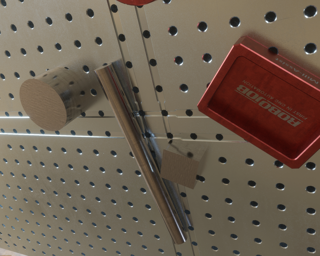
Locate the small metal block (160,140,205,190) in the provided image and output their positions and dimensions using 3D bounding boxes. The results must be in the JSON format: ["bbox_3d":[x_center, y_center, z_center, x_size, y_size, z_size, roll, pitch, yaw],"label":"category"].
[{"bbox_3d":[0.030,0.050,0.425,0.050,0.025,0.050,18,126,17],"label":"small metal block"}]

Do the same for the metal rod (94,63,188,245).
[{"bbox_3d":[-0.020,0.051,0.451,0.025,0.025,0.299,-9,114,32],"label":"metal rod"}]

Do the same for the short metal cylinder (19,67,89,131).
[{"bbox_3d":[-0.152,-0.042,0.446,0.080,0.050,0.079,13,124,20],"label":"short metal cylinder"}]

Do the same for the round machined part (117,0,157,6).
[{"bbox_3d":[-0.019,-0.174,0.301,0.098,0.042,0.097,13,124,20],"label":"round machined part"}]

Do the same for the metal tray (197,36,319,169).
[{"bbox_3d":[0.117,-0.025,0.330,0.130,0.030,0.089,33,129,6],"label":"metal tray"}]
